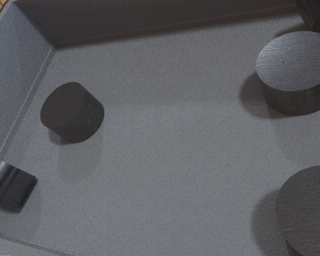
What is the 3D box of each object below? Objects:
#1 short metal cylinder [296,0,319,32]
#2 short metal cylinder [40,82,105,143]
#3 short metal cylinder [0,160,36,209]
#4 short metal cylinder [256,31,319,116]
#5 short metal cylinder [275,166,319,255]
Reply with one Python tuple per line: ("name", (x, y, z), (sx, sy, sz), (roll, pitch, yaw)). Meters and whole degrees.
("short metal cylinder", (0.204, -0.139, 0.349), (0.080, 0.080, 0.050), (-19, 54, 17))
("short metal cylinder", (-0.133, -0.023, 0.474), (0.080, 0.050, 0.080), (-13, 56, 21))
("short metal cylinder", (-0.229, 0.076, 0.445), (0.080, 0.080, 0.050), (12, 68, 33))
("short metal cylinder", (0.153, -0.060, 0.346), (0.080, 0.050, 0.080), (-13, 56, 21))
("short metal cylinder", (0.145, 0.078, 0.265), (0.080, 0.050, 0.080), (-13, 56, 21))
